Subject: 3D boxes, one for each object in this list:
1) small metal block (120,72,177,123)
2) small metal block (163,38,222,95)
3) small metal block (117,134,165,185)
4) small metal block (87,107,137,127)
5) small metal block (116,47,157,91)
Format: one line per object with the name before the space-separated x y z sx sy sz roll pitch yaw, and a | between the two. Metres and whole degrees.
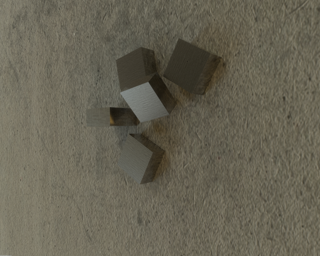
small metal block | -0.015 -0.039 0.400 0.050 0.025 0.050 -14 120 39
small metal block | 0.038 -0.074 0.374 0.050 0.025 0.050 37 113 34
small metal block | -0.027 0.041 0.427 0.050 0.025 0.050 34 111 34
small metal block | -0.069 -0.015 0.446 0.050 0.050 0.025 -1 89 40
small metal block | -0.032 -0.078 0.431 0.050 0.025 0.050 -16 80 39
